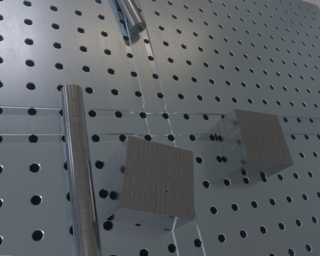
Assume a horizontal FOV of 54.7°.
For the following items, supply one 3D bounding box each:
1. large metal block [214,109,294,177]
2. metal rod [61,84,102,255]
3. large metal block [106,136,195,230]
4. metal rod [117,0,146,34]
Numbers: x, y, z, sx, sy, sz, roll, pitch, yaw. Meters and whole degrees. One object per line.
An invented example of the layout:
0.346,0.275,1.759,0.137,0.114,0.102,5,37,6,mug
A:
0.134,0.023,0.450,0.081,0.050,0.080,6,59,-25,large metal block
-0.077,0.086,0.314,0.025,0.025,0.299,1,61,-28,metal rod
-0.010,0.063,0.348,0.081,0.050,0.080,15,56,-20,large metal block
-0.093,-0.286,0.531,0.025,0.025,0.299,-13,68,-33,metal rod
